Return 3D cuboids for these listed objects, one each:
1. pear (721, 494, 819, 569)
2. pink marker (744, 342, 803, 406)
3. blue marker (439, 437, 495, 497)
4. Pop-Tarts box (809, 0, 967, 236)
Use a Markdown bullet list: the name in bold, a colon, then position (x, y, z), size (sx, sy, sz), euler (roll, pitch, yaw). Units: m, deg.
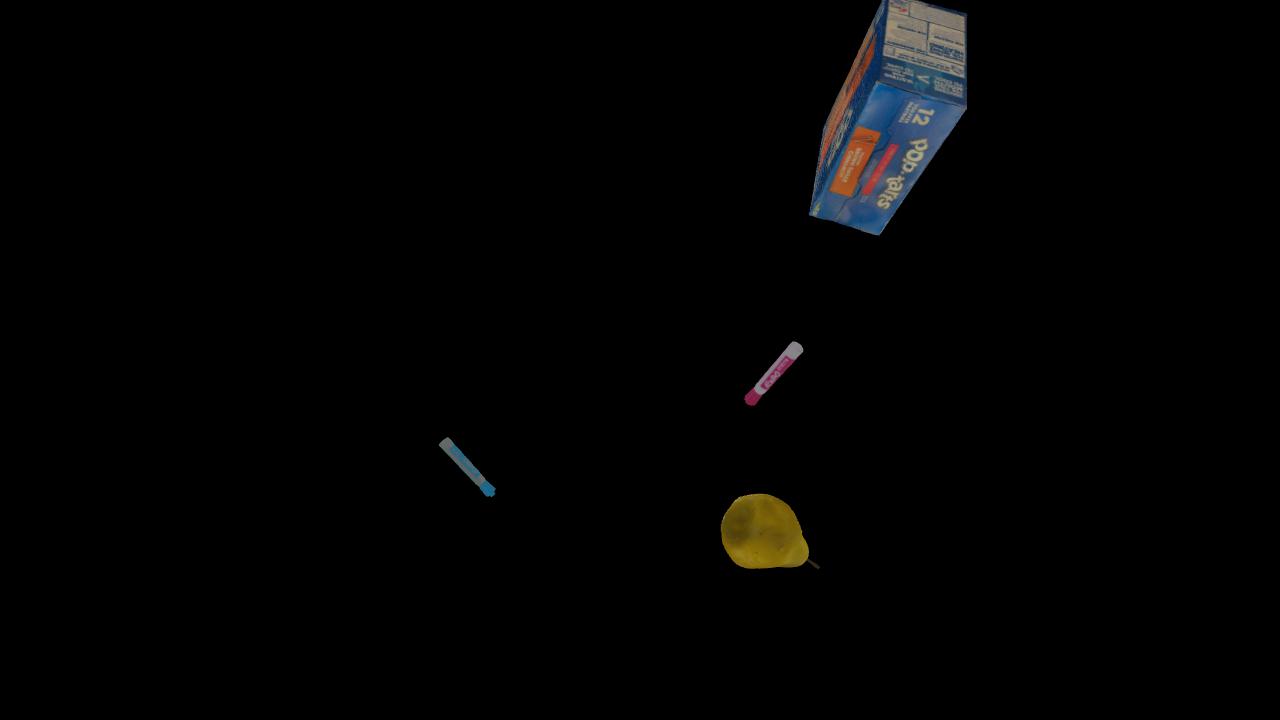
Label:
- **pear**: position (0.134, 0.180, 0.616), size (0.111, 0.080, 0.080), euler (38, -22, -31)
- **pink marker**: position (0.175, 0.021, 0.819), size (0.020, 0.020, 0.121), euler (0, -39, -31)
- **blue marker**: position (-0.275, 0.174, 0.986), size (0.020, 0.121, 0.020), euler (-35, 14, 10)
- **Pop-Tarts box**: position (0.241, -0.238, 0.611), size (0.083, 0.141, 0.167), euler (15, -28, 2)
